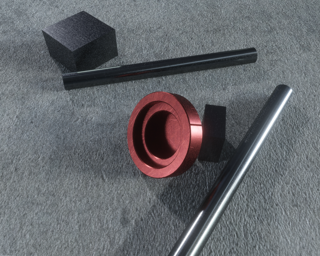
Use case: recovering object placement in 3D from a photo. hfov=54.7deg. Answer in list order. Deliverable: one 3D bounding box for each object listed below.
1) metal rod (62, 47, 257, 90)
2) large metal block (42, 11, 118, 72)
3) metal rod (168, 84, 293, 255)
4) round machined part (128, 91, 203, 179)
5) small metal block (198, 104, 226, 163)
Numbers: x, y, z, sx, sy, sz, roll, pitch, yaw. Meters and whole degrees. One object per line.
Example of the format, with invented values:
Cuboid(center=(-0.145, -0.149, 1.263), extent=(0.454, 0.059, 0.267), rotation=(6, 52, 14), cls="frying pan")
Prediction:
Cuboid(center=(0.006, -0.093, 0.481), extent=(0.302, 0.025, 0.025), rotation=(-10, 51, -9), cls="metal rod")
Cuboid(center=(-0.127, -0.138, 0.501), extent=(0.080, 0.050, 0.080), rotation=(37, 59, 26), cls="large metal block")
Cuboid(center=(0.095, 0.042, 0.369), extent=(0.025, 0.025, 0.301), rotation=(28, 55, 21), cls="metal rod")
Cuboid(center=(0.010, 0.008, 0.362), extent=(0.042, 0.097, 0.098), rotation=(3, 38, -47), cls="round machined part")
Cuboid(center=(0.064, 0.007, 0.382), extent=(0.025, 0.050, 0.050), rotation=(8, 50, 5), cls="small metal block")
